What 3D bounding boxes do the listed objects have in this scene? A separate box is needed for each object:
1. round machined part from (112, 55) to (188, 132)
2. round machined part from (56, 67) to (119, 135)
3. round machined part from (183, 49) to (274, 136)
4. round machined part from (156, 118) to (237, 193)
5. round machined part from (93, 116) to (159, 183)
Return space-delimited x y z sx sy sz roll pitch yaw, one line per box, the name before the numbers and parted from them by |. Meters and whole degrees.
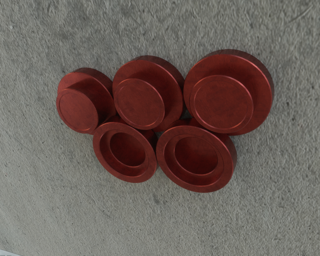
round machined part | -0.017 -0.037 0.383 0.098 0.042 0.097 13 124 20
round machined part | -0.104 -0.031 0.431 0.098 0.042 0.097 13 124 20
round machined part | 0.071 -0.033 0.339 0.098 0.042 0.097 13 124 20
round machined part | 0.048 0.030 0.390 0.098 0.042 0.097 13 124 20
round machined part | -0.041 0.026 0.433 0.098 0.042 0.097 13 124 20
